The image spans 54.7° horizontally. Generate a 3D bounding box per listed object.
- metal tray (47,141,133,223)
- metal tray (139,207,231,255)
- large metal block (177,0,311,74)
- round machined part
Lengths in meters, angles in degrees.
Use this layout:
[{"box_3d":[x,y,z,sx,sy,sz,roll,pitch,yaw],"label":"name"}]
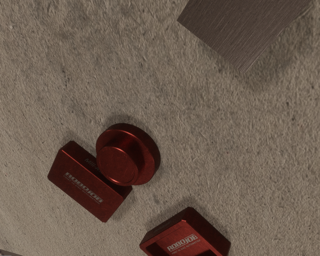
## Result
[{"box_3d":[-0.120,0.092,0.522,0.130,0.030,0.089,38,129,2],"label":"metal tray"},{"box_3d":[0.037,0.190,0.500,0.090,0.030,0.129,43,129,-3],"label":"metal tray"},{"box_3d":[0.076,-0.111,0.281,0.080,0.050,0.080,39,129,1],"label":"large metal block"},{"box_3d":[-0.052,0.045,0.450,0.098,0.042,0.097,13,124,20],"label":"round machined part"}]
